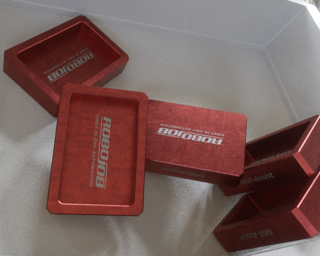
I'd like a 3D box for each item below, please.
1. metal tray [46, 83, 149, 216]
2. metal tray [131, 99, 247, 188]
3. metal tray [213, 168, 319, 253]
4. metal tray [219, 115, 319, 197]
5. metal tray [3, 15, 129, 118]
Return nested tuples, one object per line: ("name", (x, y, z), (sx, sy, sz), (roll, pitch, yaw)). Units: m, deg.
("metal tray", (-0.062, 0.023, 0.322), (0.091, 0.030, 0.129), (5, 75, -13))
("metal tray", (0.036, 0.016, 0.380), (0.131, 0.030, 0.090), (10, 53, 7))
("metal tray", (0.130, 0.093, 0.353), (0.091, 0.129, 0.030), (-33, 84, -38))
("metal tray", (0.140, 0.037, 0.391), (0.091, 0.129, 0.030), (-39, 95, -39))
("metal tray", (-0.113, -0.083, 0.392), (0.090, 0.030, 0.131), (43, 51, 1))
